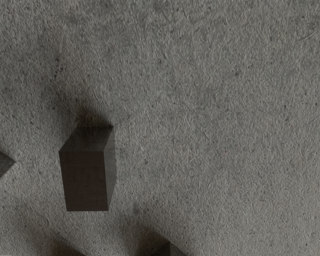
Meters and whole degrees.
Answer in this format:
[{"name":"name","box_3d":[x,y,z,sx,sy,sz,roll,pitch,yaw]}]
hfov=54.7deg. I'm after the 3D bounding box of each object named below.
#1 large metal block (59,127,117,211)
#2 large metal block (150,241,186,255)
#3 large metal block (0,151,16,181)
[{"name":"large metal block","box_3d":[-0.088,0.049,0.398,0.050,0.080,0.079,-1,110,0]},{"name":"large metal block","box_3d":[0.013,0.240,0.485,0.080,0.050,0.080,-41,105,13]},{"name":"large metal block","box_3d":[-0.261,0.060,0.416,0.080,0.050,0.080,40,105,-14]}]
